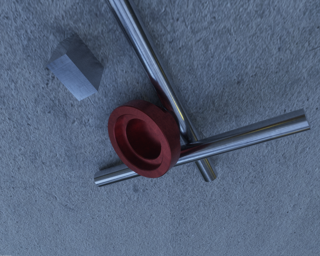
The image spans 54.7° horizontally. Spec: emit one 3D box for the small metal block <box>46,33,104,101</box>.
[{"bbox_3d":[-0.089,-0.066,0.333,0.025,0.050,0.050,-24,126,19],"label":"small metal block"}]

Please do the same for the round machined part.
[{"bbox_3d":[-0.015,0.010,0.383,0.098,0.042,0.097,21,128,31],"label":"round machined part"}]

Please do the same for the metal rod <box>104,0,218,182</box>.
[{"bbox_3d":[0.014,-0.032,0.380,0.025,0.025,0.299,-19,128,15],"label":"metal rod"}]

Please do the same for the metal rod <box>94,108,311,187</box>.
[{"bbox_3d":[0.034,0.034,0.404,0.300,0.025,0.025,-19,129,28],"label":"metal rod"}]
